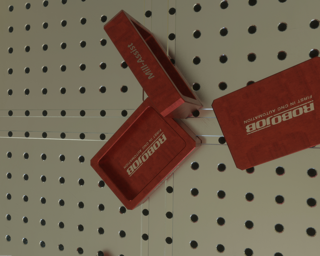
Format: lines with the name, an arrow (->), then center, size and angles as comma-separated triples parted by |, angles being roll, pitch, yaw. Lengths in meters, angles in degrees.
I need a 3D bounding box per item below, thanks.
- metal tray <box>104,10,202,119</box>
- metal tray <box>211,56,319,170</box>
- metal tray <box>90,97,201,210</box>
metal tray -> -0.006, -0.073, 0.380 | 0.030, 0.090, 0.130 | -36, 79, 17
metal tray -> 0.138, -0.014, 0.361 | 0.130, 0.030, 0.090 | -23, 83, 18
metal tray -> -0.021, 0.034, 0.417 | 0.130, 0.030, 0.090 | -47, 76, 14
